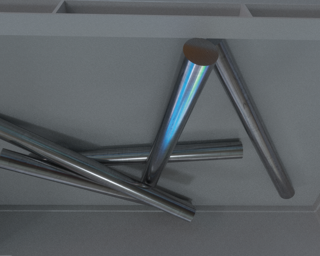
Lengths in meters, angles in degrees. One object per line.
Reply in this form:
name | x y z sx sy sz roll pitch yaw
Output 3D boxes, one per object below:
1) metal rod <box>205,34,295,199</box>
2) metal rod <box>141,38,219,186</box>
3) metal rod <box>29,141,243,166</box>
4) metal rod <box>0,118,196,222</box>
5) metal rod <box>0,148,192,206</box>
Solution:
metal rod | 0.130 0.006 0.415 0.025 0.025 0.300 -24 127 18
metal rod | 0.005 0.016 0.343 0.025 0.025 0.299 7 152 -6
metal rod | -0.036 0.040 0.442 0.302 0.025 0.025 -3 130 2
metal rod | -0.089 0.058 0.422 0.301 0.025 0.025 26 126 -8
metal rod | -0.077 0.087 0.458 0.302 0.025 0.025 22 127 -27
